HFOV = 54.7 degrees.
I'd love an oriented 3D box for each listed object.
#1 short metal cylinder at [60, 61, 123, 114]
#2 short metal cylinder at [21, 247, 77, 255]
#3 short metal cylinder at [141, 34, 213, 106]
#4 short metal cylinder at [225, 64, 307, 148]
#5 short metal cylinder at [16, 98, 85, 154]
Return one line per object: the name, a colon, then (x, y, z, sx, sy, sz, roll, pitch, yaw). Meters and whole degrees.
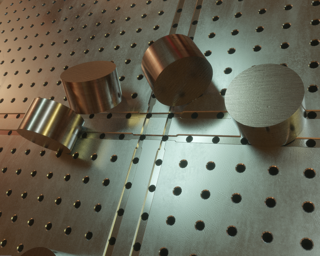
short metal cylinder: (-0.100, -0.062, 0.459, 0.080, 0.050, 0.080, -6, 32, 4)
short metal cylinder: (-0.127, 0.180, 0.347, 0.080, 0.050, 0.080, -13, 56, 20)
short metal cylinder: (0.022, -0.075, 0.406, 0.080, 0.080, 0.050, -31, 52, 8)
short metal cylinder: (0.118, -0.024, 0.345, 0.080, 0.050, 0.080, -13, 56, 20)
short metal cylinder: (-0.159, -0.002, 0.455, 0.080, 0.080, 0.050, 6, 65, 30)
